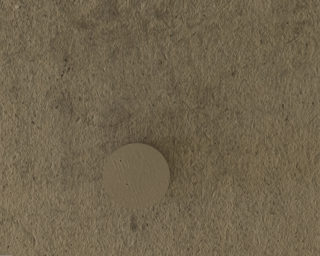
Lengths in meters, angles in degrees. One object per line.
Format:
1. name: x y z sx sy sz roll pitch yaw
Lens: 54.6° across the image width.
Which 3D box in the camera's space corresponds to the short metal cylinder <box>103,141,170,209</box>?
1. short metal cylinder: -0.028 0.058 0.397 0.080 0.050 0.080 0 90 0
